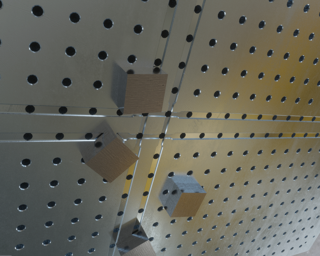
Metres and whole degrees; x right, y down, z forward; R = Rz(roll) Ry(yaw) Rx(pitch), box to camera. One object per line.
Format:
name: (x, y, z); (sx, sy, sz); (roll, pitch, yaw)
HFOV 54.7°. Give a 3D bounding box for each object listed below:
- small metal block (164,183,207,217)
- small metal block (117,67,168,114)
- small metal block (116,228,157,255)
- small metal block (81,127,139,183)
small metal block: (0.041, 0.119, 0.509); (0.050, 0.025, 0.050); (9, 114, -33)
small metal block: (-0.022, -0.045, 0.372); (0.050, 0.025, 0.050); (-5, 121, -26)
small metal block: (-0.039, 0.204, 0.518); (0.050, 0.025, 0.050); (-27, 128, -12)
small metal block: (-0.064, 0.036, 0.400); (0.050, 0.025, 0.050); (-41, 130, -1)
